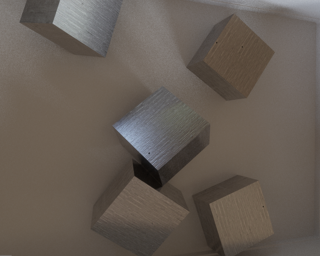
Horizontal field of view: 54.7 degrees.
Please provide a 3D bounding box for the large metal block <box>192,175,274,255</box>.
[{"bbox_3d":[0.102,0.121,0.435,0.081,0.050,0.080,-20,97,-19],"label":"large metal block"}]

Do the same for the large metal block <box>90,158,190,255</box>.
[{"bbox_3d":[-0.025,0.098,0.375,0.080,0.050,0.080,36,98,-17],"label":"large metal block"}]

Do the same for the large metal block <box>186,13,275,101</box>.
[{"bbox_3d":[0.098,-0.095,0.433,0.080,0.050,0.080,37,78,-17],"label":"large metal block"}]

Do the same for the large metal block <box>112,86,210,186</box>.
[{"bbox_3d":[0.003,0.009,0.377,0.080,0.050,0.080,-40,63,-16],"label":"large metal block"}]

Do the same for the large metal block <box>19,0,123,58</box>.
[{"bbox_3d":[-0.093,-0.133,0.341,0.080,0.050,0.080,24,80,-59],"label":"large metal block"}]
